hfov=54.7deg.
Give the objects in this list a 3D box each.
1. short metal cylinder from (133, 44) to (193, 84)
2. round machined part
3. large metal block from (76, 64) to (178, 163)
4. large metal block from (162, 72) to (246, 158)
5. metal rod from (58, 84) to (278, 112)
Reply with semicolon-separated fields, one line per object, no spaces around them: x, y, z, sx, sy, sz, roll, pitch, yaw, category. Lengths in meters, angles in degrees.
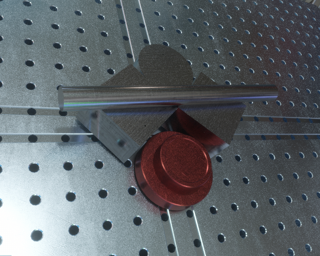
-0.001;-0.068;0.428;0.081;0.050;0.080;14;56;-21;short metal cylinder
0.023;0.046;0.376;0.099;0.042;0.098;14;56;-21;round machined part
-0.040;-0.019;0.377;0.080;0.050;0.080;44;51;0;large metal block
0.062;-0.017;0.428;0.080;0.050;0.080;36;52;-4;large metal block
0.033;-0.040;0.379;0.303;0.025;0.025;-5;64;-30;metal rod
